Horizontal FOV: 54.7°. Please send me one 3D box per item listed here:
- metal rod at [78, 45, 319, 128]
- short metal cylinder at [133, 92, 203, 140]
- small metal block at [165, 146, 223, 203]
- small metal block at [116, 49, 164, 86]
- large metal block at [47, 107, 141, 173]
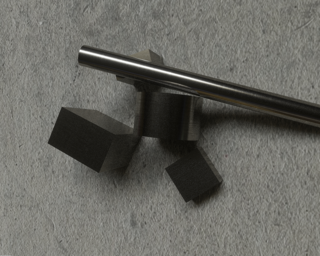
[{"bbox_3d":[0.053,-0.047,0.354,0.301,0.025,0.025,15,95,5],"label":"metal rod"},{"bbox_3d":[0.010,-0.014,0.376,0.080,0.080,0.050,6,92,19],"label":"short metal cylinder"},{"bbox_3d":[0.043,0.058,0.393,0.050,0.025,0.050,-35,79,16],"label":"small metal block"},{"bbox_3d":[-0.025,-0.078,0.404,0.050,0.050,0.025,-15,85,19],"label":"small metal block"},{"bbox_3d":[-0.082,0.013,0.407,0.080,0.080,0.050,26,99,18],"label":"large metal block"}]
